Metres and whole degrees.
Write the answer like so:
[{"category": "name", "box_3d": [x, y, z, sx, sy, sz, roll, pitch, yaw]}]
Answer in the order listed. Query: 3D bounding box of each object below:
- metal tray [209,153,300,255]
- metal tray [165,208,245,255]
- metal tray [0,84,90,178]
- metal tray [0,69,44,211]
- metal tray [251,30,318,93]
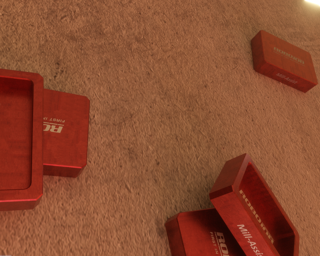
[{"category": "metal tray", "box_3d": [0.114, 0.105, 0.361, 0.130, 0.030, 0.090, 57, 32, -4]}, {"category": "metal tray", "box_3d": [0.064, 0.156, 0.340, 0.091, 0.030, 0.130, 1, 62, -28]}, {"category": "metal tray", "box_3d": [-0.143, 0.000, 0.323, 0.131, 0.030, 0.090, 9, 58, -23]}, {"category": "metal tray", "box_3d": [-0.153, 0.006, 0.274, 0.091, 0.030, 0.130, 4, 60, -26]}, {"category": "metal tray", "box_3d": [0.245, -0.131, 0.612, 0.131, 0.030, 0.090, 18, 55, -18]}]
